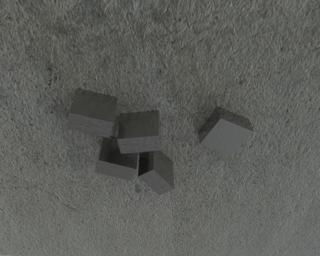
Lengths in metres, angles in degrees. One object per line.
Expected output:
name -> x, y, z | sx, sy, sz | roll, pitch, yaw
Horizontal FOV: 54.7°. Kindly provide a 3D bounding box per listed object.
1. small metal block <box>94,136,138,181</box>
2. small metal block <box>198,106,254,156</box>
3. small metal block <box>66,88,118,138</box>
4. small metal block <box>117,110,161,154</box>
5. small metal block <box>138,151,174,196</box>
small metal block -> -0.058, 0.040, 0.424 | 0.050, 0.050, 0.025 | 16, 128, -13
small metal block -> 0.086, 0.005, 0.412 | 0.050, 0.025, 0.050 | 21, 127, -17
small metal block -> -0.080, -0.019, 0.374 | 0.050, 0.050, 0.025 | 13, 129, -11
small metal block -> -0.025, 0.004, 0.394 | 0.050, 0.050, 0.025 | -5, 130, 4
small metal block -> -0.005, 0.059, 0.441 | 0.025, 0.050, 0.050 | -28, 125, 22
